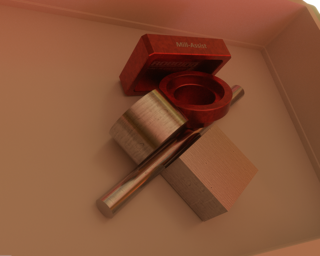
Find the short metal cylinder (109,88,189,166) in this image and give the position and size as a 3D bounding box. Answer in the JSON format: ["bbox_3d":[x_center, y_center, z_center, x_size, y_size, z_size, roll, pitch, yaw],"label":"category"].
[{"bbox_3d":[-0.012,-0.001,0.364,0.050,0.080,0.080,48,51,4],"label":"short metal cylinder"}]

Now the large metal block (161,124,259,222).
[{"bbox_3d":[0.062,0.055,0.388,0.080,0.050,0.080,48,51,5],"label":"large metal block"}]

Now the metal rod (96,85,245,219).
[{"bbox_3d":[0.035,0.012,0.417,0.025,0.025,0.302,48,51,5],"label":"metal rod"}]

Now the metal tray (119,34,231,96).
[{"bbox_3d":[0.021,-0.083,0.424,0.131,0.090,0.030,-7,65,-32],"label":"metal tray"}]

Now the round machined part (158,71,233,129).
[{"bbox_3d":[0.046,-0.036,0.424,0.099,0.042,0.098,3,39,-2],"label":"round machined part"}]
